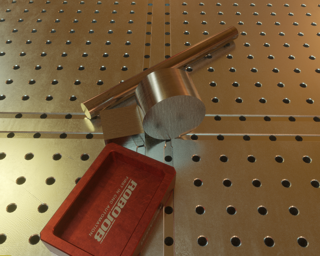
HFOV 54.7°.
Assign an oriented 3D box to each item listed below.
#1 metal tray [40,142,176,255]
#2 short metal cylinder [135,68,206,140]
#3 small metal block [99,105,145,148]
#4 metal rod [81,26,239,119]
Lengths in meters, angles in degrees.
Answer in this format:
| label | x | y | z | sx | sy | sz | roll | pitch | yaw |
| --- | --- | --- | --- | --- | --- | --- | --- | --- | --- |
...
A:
| label | x | y | z | sx | sy | sz | roll | pitch | yaw |
| --- | --- | --- | --- | --- | --- | --- | --- | --- | --- |
| metal tray | -0.049 | 0.084 | 0.332 | 0.090 | 0.030 | 0.130 | 21 | 53 | 16 |
| short metal cylinder | 0.012 | -0.030 | 0.397 | 0.081 | 0.080 | 0.050 | -11 | 51 | -9 |
| small metal block | -0.050 | 0.000 | 0.407 | 0.050 | 0.025 | 0.050 | -10 | 51 | -9 |
| metal rod | 0.014 | -0.096 | 0.488 | 0.302 | 0.025 | 0.025 | -32 | 57 | -25 |
